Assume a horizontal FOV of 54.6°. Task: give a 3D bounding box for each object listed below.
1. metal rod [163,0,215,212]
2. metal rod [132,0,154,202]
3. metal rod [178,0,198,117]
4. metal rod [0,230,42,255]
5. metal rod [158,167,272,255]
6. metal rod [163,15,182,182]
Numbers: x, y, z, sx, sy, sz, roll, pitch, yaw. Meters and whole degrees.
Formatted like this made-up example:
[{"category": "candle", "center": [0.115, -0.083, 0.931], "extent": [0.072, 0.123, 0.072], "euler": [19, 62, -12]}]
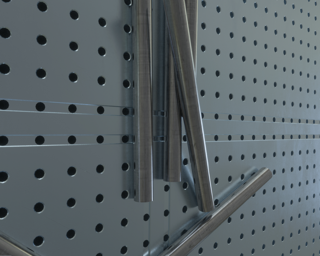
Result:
[{"category": "metal rod", "center": [0.043, -0.017, 0.413], "extent": [0.025, 0.025, 0.298], "euler": [-28, 117, -36]}, {"category": "metal rod", "center": [-0.022, -0.059, 0.389], "extent": [0.025, 0.025, 0.298], "euler": [-1, 91, -40]}, {"category": "metal rod", "center": [0.042, -0.164, 0.442], "extent": [0.025, 0.025, 0.298], "euler": [2, 89, -40]}, {"category": "metal rod", "center": [-0.133, 0.127, 0.297], "extent": [0.300, 0.025, 0.025], "euler": [49, 61, -29]}, {"category": "metal rod", "center": [0.087, 0.139, 0.480], "extent": [0.302, 0.025, 0.025], "euler": [-27, 107, -37]}, {"category": "metal rod", "center": [0.019, -0.078, 0.423], "extent": [0.025, 0.025, 0.298], "euler": [1, 89, -40]}]
